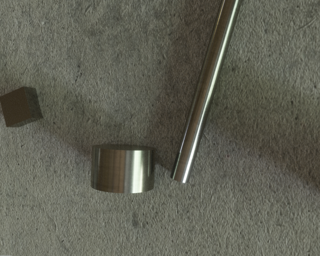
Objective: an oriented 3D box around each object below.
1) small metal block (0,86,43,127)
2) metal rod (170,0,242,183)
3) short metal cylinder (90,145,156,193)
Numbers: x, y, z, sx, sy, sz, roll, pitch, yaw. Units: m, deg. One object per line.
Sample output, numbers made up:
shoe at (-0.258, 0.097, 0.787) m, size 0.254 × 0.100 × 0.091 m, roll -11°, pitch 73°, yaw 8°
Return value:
small metal block at (-0.218, -0.032, 0.486) m, size 0.050 × 0.025 × 0.050 m, roll -18°, pitch 84°, yaw 19°
metal rod at (0.065, -0.077, 0.385) m, size 0.025 × 0.025 × 0.298 m, roll 18°, pitch 96°, yaw 19°
short metal cylinder at (-0.047, 0.049, 0.396) m, size 0.080 × 0.080 × 0.050 m, roll 4°, pitch 91°, yaw 20°
